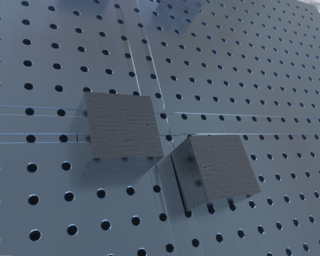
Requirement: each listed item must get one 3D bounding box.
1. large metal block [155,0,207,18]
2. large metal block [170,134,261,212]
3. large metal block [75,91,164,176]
[{"bbox_3d":[0.035,-0.260,0.571,0.081,0.050,0.080,4,60,-27],"label":"large metal block"},{"bbox_3d":[0.069,0.056,0.397,0.081,0.050,0.080,-1,62,-29],"label":"large metal block"},{"bbox_3d":[-0.050,0.007,0.362,0.081,0.050,0.080,1,61,-28],"label":"large metal block"}]
